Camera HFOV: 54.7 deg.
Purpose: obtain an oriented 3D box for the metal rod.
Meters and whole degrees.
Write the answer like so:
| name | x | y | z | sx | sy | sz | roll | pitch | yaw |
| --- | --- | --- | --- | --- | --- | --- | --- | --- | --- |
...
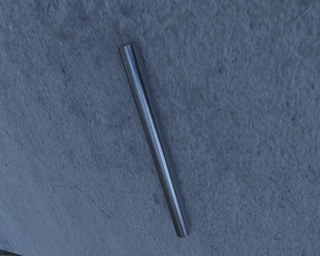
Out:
| name | x | y | z | sx | sy | sz | roll | pitch | yaw |
| --- | --- | --- | --- | --- | --- | --- | --- | --- | --- |
| metal rod | -0.001 | 0.032 | 0.425 | 0.025 | 0.025 | 0.298 | -2 | 118 | 29 |
